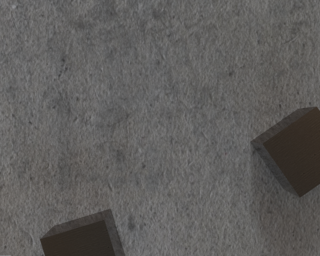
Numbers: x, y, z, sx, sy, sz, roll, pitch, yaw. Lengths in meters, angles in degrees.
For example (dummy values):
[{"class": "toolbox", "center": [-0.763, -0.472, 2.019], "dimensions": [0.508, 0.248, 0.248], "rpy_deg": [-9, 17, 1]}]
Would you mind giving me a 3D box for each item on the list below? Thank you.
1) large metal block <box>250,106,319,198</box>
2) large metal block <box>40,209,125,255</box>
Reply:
[{"class": "large metal block", "center": [0.180, 0.029, 0.400], "dimensions": [0.080, 0.050, 0.080], "rpy_deg": [-35, 90, 0]}, {"class": "large metal block", "center": [-0.094, 0.160, 0.396], "dimensions": [0.080, 0.050, 0.080], "rpy_deg": [-17, 90, -1]}]
